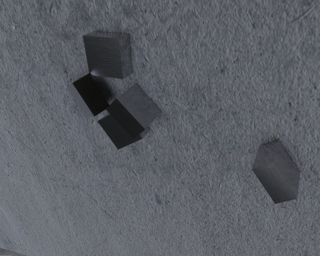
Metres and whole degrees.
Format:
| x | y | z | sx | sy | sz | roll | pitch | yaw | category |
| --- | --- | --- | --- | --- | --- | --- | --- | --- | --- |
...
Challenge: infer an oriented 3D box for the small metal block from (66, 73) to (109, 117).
| x | y | z | sx | sy | sz | roll | pitch | yaw | category |
| --- | --- | --- | --- | --- | --- | --- | --- | --- | --- |
| -0.097 | -0.043 | 0.417 | 0.050 | 0.025 | 0.050 | 59 | 159 | -15 | small metal block |

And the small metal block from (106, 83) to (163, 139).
| x | y | z | sx | sy | sz | roll | pitch | yaw | category |
| --- | --- | --- | --- | --- | --- | --- | --- | --- | --- |
| -0.032 | -0.023 | 0.393 | 0.050 | 0.050 | 0.025 | 48 | 129 | -6 | small metal block |

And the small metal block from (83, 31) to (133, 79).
| x | y | z | sx | sy | sz | roll | pitch | yaw | category |
| --- | --- | --- | --- | --- | --- | --- | --- | --- | --- |
| -0.063 | -0.091 | 0.384 | 0.050 | 0.025 | 0.050 | 11 | 123 | 22 | small metal block |

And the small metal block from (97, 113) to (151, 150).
| x | y | z | sx | sy | sz | roll | pitch | yaw | category |
| --- | --- | --- | --- | --- | --- | --- | --- | --- | --- |
| -0.050 | -0.003 | 0.431 | 0.050 | 0.025 | 0.050 | -25 | 105 | 37 | small metal block |

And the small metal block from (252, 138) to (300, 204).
| x | y | z | sx | sy | sz | roll | pitch | yaw | category |
| --- | --- | --- | --- | --- | --- | --- | --- | --- | --- |
| 0.133 | 0.048 | 0.350 | 0.025 | 0.050 | 0.050 | -28 | 103 | 37 | small metal block |
